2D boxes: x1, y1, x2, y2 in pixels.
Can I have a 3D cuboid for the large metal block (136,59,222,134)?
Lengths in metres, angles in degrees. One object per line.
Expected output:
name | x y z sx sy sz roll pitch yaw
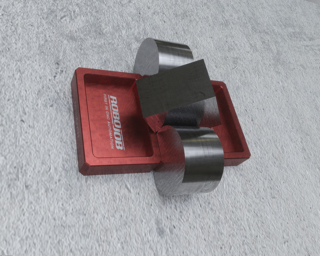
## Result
large metal block | 0.025 -0.029 0.375 0.080 0.080 0.050 -17 65 9

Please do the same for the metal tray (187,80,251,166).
metal tray | 0.068 -0.010 0.445 0.091 0.030 0.130 2 61 -28

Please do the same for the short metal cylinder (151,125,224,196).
short metal cylinder | 0.030 0.037 0.363 0.050 0.080 0.080 2 61 -27

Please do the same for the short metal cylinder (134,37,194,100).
short metal cylinder | 0.003 -0.078 0.419 0.050 0.080 0.080 2 61 -27

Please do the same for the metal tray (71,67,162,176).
metal tray | -0.056 -0.010 0.378 0.091 0.030 0.130 2 61 -28
